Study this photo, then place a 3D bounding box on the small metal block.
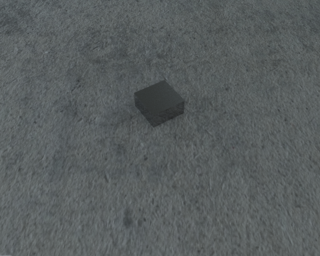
[{"bbox_3d":[-0.001,-0.035,0.433,0.050,0.025,0.050,-26,55,-20],"label":"small metal block"}]
